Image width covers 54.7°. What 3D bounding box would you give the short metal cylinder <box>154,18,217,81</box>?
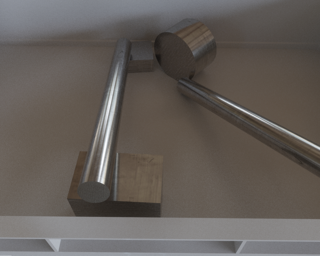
[{"bbox_3d":[0.038,-0.117,0.469,0.080,0.080,0.050,35,58,25],"label":"short metal cylinder"}]

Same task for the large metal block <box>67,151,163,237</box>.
[{"bbox_3d":[-0.038,0.068,0.311,0.080,0.080,0.050,3,50,2],"label":"large metal block"}]

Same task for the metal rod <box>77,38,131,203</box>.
[{"bbox_3d":[-0.054,-0.039,0.360,0.025,0.025,0.300,0,36,-1],"label":"metal rod"}]

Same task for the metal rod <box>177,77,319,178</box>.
[{"bbox_3d":[0.103,-0.004,0.341,0.025,0.025,0.300,-22,32,-18],"label":"metal rod"}]

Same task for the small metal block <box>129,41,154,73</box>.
[{"bbox_3d":[-0.037,-0.116,0.502,0.050,0.025,0.050,-3,50,-3],"label":"small metal block"}]
